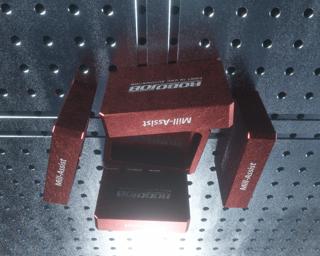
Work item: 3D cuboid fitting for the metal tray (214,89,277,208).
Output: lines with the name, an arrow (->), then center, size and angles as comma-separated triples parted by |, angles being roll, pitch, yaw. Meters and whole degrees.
metal tray -> 0.101, 0.028, 0.393 | 0.030, 0.090, 0.129 | 3, 130, -3

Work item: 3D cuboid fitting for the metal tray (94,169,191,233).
metal tray -> -0.024, 0.106, 0.459 | 0.131, 0.090, 0.030 | 3, 130, -2

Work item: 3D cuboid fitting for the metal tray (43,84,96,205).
metal tray -> -0.113, 0.022, 0.387 | 0.030, 0.090, 0.129 | 14, 129, -11

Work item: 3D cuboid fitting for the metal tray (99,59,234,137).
metal tray -> 0.007, -0.035, 0.338 | 0.131, 0.090, 0.030 | -5, 130, 4

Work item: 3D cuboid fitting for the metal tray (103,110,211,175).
metal tray -> -0.007, 0.016, 0.421 | 0.131, 0.030, 0.089 | 8, 130, -8
